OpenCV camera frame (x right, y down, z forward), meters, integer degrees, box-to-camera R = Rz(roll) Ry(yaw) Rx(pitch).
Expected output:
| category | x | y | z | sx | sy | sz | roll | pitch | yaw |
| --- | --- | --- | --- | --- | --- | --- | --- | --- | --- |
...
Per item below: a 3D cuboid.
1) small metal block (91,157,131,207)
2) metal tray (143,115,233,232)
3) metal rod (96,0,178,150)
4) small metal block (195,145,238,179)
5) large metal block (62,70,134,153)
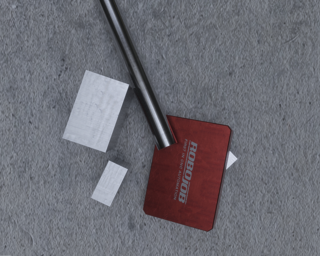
| category | x | y | z | sx | sy | sz | roll | pitch | yaw |
| --- | --- | --- | --- | --- | --- | --- | --- | --- | --- |
| small metal block | -0.061 | 0.067 | 0.397 | 0.025 | 0.050 | 0.050 | 26 | 90 | 0 |
| metal tray | 0.036 | 0.054 | 0.395 | 0.090 | 0.030 | 0.129 | 11 | 90 | 17 |
| metal rod | -0.048 | -0.114 | 0.392 | 0.025 | 0.025 | 0.299 | -23 | 84 | 0 |
| small metal block | 0.064 | 0.039 | 0.411 | 0.050 | 0.025 | 0.050 | -44 | 91 | 0 |
| large metal block | -0.071 | -0.019 | 0.382 | 0.050 | 0.080 | 0.080 | 19 | 90 | 0 |
